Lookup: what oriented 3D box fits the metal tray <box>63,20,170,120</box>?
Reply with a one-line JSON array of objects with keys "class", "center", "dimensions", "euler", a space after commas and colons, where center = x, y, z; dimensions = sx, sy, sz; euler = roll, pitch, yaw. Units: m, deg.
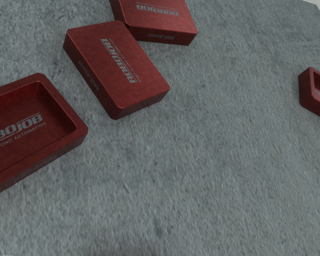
[{"class": "metal tray", "center": [-0.058, -0.083, 0.421], "dimensions": [0.091, 0.030, 0.130], "euler": [-27, 77, -37]}]

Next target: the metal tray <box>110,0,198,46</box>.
[{"class": "metal tray", "center": [-0.010, -0.185, 0.510], "dimensions": [0.131, 0.030, 0.090], "euler": [-3, 63, -30]}]

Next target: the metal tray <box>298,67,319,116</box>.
[{"class": "metal tray", "center": [0.342, -0.057, 0.623], "dimensions": [0.131, 0.030, 0.090], "euler": [26, 52, -13]}]

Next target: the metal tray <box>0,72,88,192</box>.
[{"class": "metal tray", "center": [-0.153, 0.005, 0.315], "dimensions": [0.090, 0.030, 0.131], "euler": [50, 51, 6]}]
